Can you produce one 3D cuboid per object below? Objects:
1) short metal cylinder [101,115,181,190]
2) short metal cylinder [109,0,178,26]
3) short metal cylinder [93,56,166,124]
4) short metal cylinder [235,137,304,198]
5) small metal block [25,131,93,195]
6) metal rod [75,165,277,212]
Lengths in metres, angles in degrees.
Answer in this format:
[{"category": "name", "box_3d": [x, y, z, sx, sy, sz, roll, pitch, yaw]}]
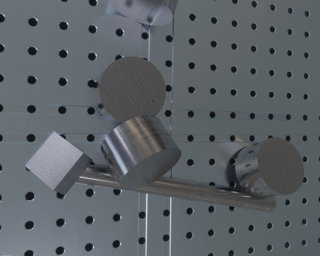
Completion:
[{"category": "short metal cylinder", "box_3d": [-0.022, 0.030, 0.366, 0.081, 0.080, 0.050, -25, 63, -18]}, {"category": "short metal cylinder", "box_3d": [-0.016, -0.168, 0.377, 0.081, 0.080, 0.050, 18, 84, -19]}, {"category": "short metal cylinder", "box_3d": [-0.039, -0.044, 0.385, 0.081, 0.050, 0.079, 0, 90, -20]}, {"category": "short metal cylinder", "box_3d": [0.157, 0.058, 0.446, 0.081, 0.050, 0.080, 7, 70, -21]}, {"category": "small metal block", "box_3d": [-0.116, 0.040, 0.356, 0.050, 0.025, 0.050, 31, 76, 24]}, {"category": "metal rod", "box_3d": [0.032, 0.085, 0.424, 0.302, 0.025, 0.025, 13, 86, -20]}]
